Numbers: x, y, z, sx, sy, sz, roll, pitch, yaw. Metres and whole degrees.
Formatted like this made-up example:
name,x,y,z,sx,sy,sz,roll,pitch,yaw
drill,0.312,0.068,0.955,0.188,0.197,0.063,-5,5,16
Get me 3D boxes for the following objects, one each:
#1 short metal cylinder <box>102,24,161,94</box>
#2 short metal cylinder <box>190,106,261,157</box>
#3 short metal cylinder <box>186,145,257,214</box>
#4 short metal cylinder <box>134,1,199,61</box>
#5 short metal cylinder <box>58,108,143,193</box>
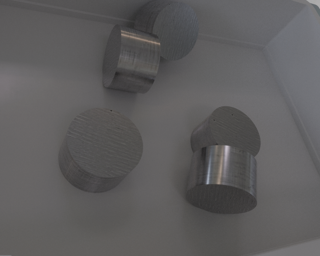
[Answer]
name,x,y,z,sx,sy,sz,roll,pitch,yaw
short metal cylinder,-0.039,-0.088,0.403,0.050,0.080,0.080,8,59,-24
short metal cylinder,0.090,0.017,0.427,0.081,0.050,0.080,14,56,-21
short metal cylinder,0.075,0.064,0.371,0.080,0.080,0.050,23,53,-14
short metal cylinder,0.010,-0.144,0.455,0.081,0.079,0.050,-11,28,-33
short metal cylinder,-0.065,0.025,0.339,0.081,0.050,0.080,14,56,-21
